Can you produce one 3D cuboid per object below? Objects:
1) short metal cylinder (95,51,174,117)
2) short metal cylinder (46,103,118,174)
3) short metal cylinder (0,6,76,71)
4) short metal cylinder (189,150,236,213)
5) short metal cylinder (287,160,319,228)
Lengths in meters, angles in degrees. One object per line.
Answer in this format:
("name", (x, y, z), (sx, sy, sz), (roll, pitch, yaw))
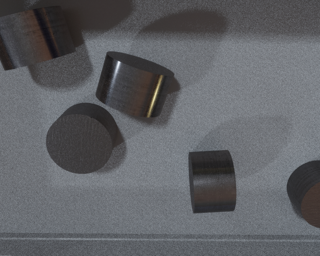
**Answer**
("short metal cylinder", (-0.029, -0.052, 0.362), (0.080, 0.080, 0.050), (17, 109, -6))
("short metal cylinder", (-0.099, 0.012, 0.401), (0.081, 0.050, 0.079), (0, 110, 0))
("short metal cylinder", (-0.141, -0.100, 0.344), (0.080, 0.080, 0.050), (-13, 110, 5))
("short metal cylinder", (0.066, 0.070, 0.408), (0.050, 0.080, 0.079), (-3, 110, 1))
("short metal cylinder", (0.228, 0.092, 0.434), (0.081, 0.050, 0.079), (0, 110, 0))
